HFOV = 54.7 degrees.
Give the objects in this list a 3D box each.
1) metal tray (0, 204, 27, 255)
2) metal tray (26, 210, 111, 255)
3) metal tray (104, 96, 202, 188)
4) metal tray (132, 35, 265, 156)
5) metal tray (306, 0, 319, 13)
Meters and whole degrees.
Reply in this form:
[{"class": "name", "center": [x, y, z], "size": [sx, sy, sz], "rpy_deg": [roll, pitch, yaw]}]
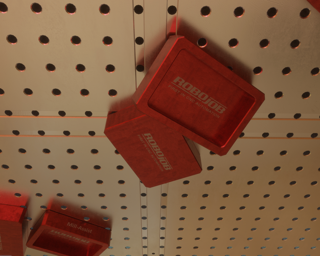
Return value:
[{"class": "metal tray", "center": [-0.293, 0.189, 0.565], "size": [0.091, 0.030, 0.129], "rpy_deg": [11, 129, -10]}, {"class": "metal tray", "center": [-0.170, 0.208, 0.583], "size": [0.131, 0.030, 0.090], "rpy_deg": [27, 125, -22]}, {"class": "metal tray", "center": [-0.006, 0.024, 0.429], "size": [0.090, 0.030, 0.130], "rpy_deg": [-19, 128, 15]}, {"class": "metal tray", "center": [0.046, -0.034, 0.357], "size": [0.131, 0.030, 0.090], "rpy_deg": [29, 100, -23]}, {"class": "metal tray", "center": [0.181, -0.147, 0.285], "size": [0.131, 0.030, 0.090], "rpy_deg": [29, 124, -23]}]
